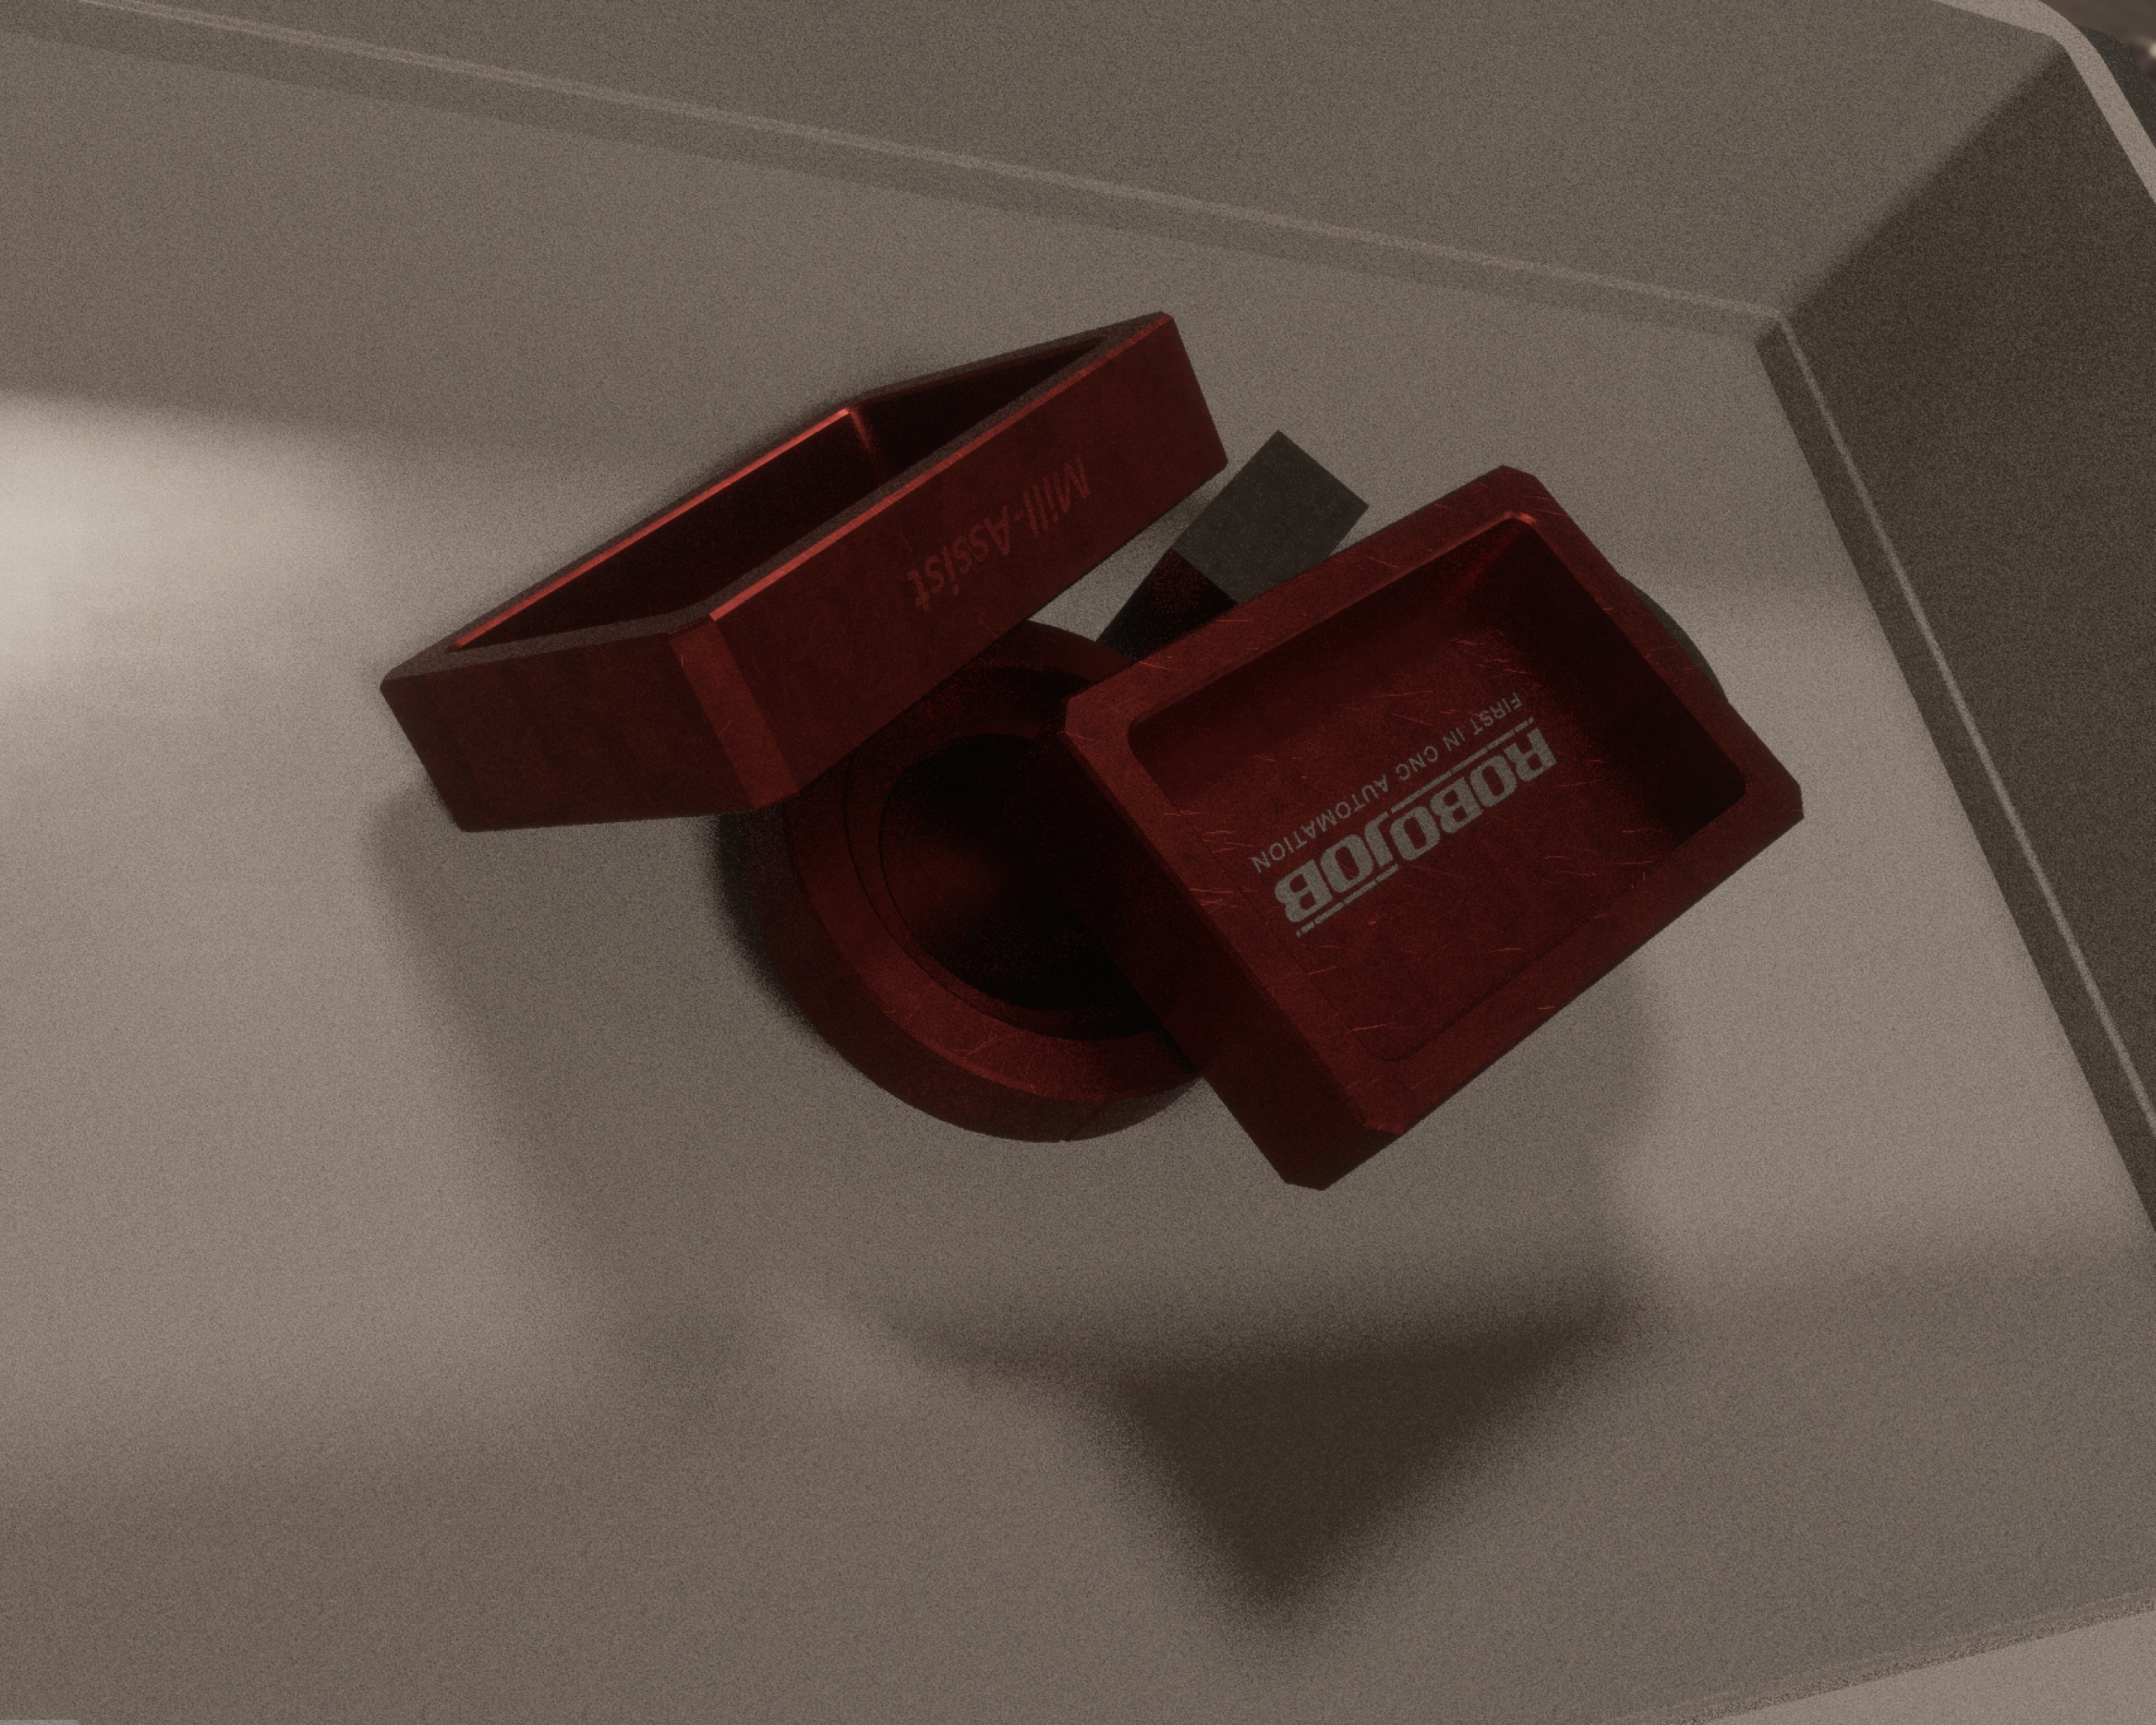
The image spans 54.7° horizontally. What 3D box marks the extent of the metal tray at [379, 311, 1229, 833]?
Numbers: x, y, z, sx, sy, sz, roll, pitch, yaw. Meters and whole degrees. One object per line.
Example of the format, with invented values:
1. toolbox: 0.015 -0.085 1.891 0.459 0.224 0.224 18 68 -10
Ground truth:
1. metal tray: -0.045 -0.052 0.369 0.131 0.090 0.030 -43 119 -40

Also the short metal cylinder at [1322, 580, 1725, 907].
1. short metal cylinder: 0.096 -0.023 0.455 0.081 0.050 0.080 14 56 -21

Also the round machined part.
1. round machined part: -0.014 0.006 0.384 0.099 0.042 0.098 14 56 -21

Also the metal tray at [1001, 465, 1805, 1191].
1. metal tray: 0.063 -0.011 0.382 0.131 0.030 0.090 -31 78 -34

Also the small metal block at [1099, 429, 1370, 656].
1. small metal block: 0.029 -0.056 0.438 0.025 0.050 0.050 40 49 -2
